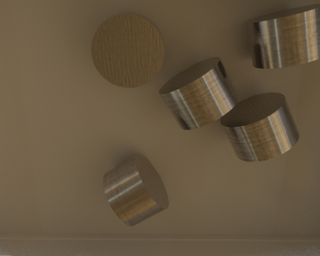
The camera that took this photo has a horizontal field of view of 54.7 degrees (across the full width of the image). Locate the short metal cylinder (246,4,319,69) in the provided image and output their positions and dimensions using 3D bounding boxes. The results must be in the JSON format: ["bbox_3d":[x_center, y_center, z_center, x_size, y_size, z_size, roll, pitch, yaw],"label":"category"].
[{"bbox_3d":[0.141,-0.102,0.345,0.080,0.080,0.050,-14,110,5],"label":"short metal cylinder"}]

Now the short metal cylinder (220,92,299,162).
[{"bbox_3d":[0.122,-0.002,0.382,0.080,0.080,0.050,-26,108,9],"label":"short metal cylinder"}]

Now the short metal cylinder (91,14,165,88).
[{"bbox_3d":[-0.035,-0.092,0.364,0.081,0.050,0.079,0,110,0],"label":"short metal cylinder"}]

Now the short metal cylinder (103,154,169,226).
[{"bbox_3d":[-0.031,0.082,0.412,0.050,0.080,0.080,-31,107,11],"label":"short metal cylinder"}]

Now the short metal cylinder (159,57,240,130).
[{"bbox_3d":[0.046,-0.041,0.367,0.080,0.080,0.050,-29,108,10],"label":"short metal cylinder"}]
